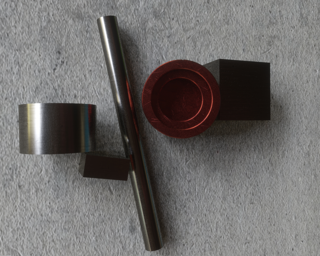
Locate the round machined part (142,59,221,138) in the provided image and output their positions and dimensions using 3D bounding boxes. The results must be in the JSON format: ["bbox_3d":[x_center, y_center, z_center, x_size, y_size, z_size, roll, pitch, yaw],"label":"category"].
[{"bbox_3d":[0.025,-0.037,0.402,0.099,0.042,0.097,0,92,-5],"label":"round machined part"}]

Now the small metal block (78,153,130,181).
[{"bbox_3d":[-0.068,0.045,0.371,0.050,0.050,0.025,9,87,-20],"label":"small metal block"}]

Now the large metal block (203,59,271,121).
[{"bbox_3d":[0.106,-0.050,0.436,0.081,0.050,0.079,-1,90,-21],"label":"large metal block"}]

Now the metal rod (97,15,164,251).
[{"bbox_3d":[-0.037,0.010,0.396,0.025,0.025,0.298,-13,95,-20],"label":"metal rod"}]

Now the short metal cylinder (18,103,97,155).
[{"bbox_3d":[-0.110,0.000,0.339,0.081,0.080,0.050,-1,91,-20],"label":"short metal cylinder"}]
